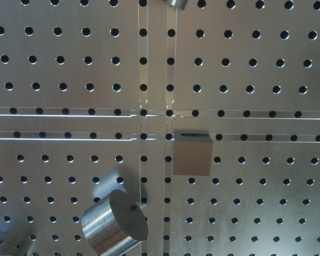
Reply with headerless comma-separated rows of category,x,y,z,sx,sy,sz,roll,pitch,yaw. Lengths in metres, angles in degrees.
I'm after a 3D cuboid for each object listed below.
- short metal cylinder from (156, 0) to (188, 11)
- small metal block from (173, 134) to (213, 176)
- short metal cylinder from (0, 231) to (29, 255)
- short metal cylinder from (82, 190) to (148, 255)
short metal cylinder,-0.002,-0.163,0.324,0.080,0.080,0.050,20,109,-8
small metal block,0.044,0.038,0.428,0.050,0.025,0.050,2,110,-1
short metal cylinder,-0.251,0.207,0.474,0.081,0.050,0.079,0,110,0
short metal cylinder,-0.062,0.134,0.433,0.050,0.080,0.080,-37,106,12
